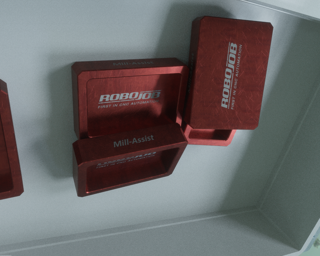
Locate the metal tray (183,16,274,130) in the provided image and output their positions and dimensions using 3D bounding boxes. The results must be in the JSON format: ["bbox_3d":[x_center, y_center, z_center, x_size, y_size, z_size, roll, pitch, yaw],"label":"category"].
[{"bbox_3d":[0.081,-0.064,0.378,0.091,0.030,0.129,1,105,-13],"label":"metal tray"}]

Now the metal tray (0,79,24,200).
[{"bbox_3d":[-0.194,0.019,0.311,0.091,0.030,0.129,-9,123,-24],"label":"metal tray"}]

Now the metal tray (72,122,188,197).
[{"bbox_3d":[-0.039,0.040,0.385,0.131,0.030,0.089,-10,148,-22],"label":"metal tray"}]

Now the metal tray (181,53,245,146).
[{"bbox_3d":[0.078,-0.039,0.426,0.091,0.030,0.129,5,116,-31],"label":"metal tray"}]

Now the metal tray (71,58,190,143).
[{"bbox_3d":[-0.034,-0.033,0.367,0.131,0.030,0.089,-8,122,-25],"label":"metal tray"}]
